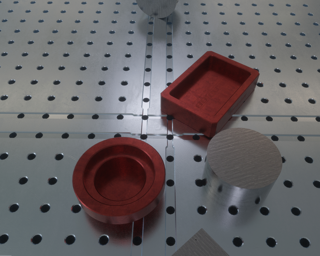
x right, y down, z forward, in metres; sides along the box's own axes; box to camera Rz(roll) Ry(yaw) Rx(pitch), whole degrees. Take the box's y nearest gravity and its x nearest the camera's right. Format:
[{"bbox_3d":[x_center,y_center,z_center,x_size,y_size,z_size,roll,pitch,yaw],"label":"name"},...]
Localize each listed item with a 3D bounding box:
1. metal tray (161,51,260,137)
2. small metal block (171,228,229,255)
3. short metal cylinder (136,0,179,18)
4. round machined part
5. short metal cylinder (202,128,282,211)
[{"bbox_3d":[0.073,-0.054,0.450,0.090,0.030,0.131,30,56,23],"label":"metal tray"},{"bbox_3d":[0.039,0.134,0.295,0.050,0.025,0.050,-34,58,-25],"label":"small metal block"},{"bbox_3d":[-0.001,-0.259,0.589,0.080,0.080,0.050,13,51,10],"label":"short metal cylinder"},{"bbox_3d":[-0.043,0.061,0.345,0.099,0.042,0.098,0,50,0],"label":"round machined part"},{"bbox_3d":[0.091,0.046,0.353,0.081,0.050,0.080,0,50,0],"label":"short metal cylinder"}]
